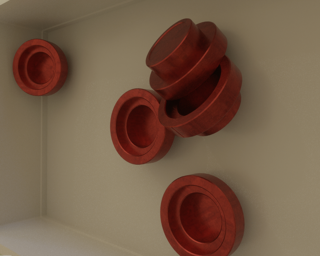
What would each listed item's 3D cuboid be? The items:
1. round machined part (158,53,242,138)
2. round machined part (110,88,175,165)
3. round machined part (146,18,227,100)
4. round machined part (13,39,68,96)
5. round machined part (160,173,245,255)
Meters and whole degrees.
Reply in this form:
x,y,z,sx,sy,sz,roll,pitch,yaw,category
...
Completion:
x,y,z,sx,sy,sz,roll,pitch,yaw,category
0.048,-0.030,0.336,0.098,0.042,0.098,-35,32,27,round machined part
-0.018,-0.002,0.410,0.098,0.042,0.097,0,90,40,round machined part
0.022,-0.082,0.345,0.098,0.042,0.098,-35,32,27,round machined part
-0.207,-0.106,0.552,0.098,0.042,0.097,1,95,16,round machined part
0.051,0.100,0.354,0.098,0.042,0.097,0,90,40,round machined part
